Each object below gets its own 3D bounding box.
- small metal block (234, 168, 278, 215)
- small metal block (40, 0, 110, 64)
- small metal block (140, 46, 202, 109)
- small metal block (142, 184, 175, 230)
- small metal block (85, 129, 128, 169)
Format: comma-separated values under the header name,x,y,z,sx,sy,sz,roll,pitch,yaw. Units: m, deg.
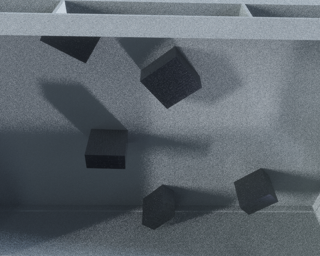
name,x,y,z,sx,sy,sz,roll,pitch,yaw
small metal block,0.147,0.098,0.479,0.050,0.050,0.025,-35,122,25
small metal block,-0.087,-0.102,0.316,0.050,0.025,0.050,25,136,-21
small metal block,0.013,-0.057,0.361,0.050,0.025,0.050,-31,124,23
small metal block,-0.003,0.129,0.502,0.025,0.050,0.050,33,122,-25
small metal block,-0.070,0.028,0.415,0.050,0.050,0.025,2,130,-2
